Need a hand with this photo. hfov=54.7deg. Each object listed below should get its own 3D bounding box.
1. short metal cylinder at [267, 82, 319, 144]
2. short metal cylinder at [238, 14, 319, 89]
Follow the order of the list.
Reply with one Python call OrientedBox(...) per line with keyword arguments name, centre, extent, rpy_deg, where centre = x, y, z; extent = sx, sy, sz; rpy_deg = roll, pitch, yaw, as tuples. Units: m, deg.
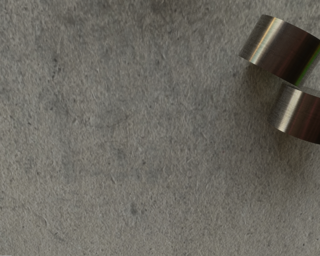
OrientedBox(name="short metal cylinder", centre=(0.179, -0.019, 0.376), extent=(0.081, 0.080, 0.050), rpy_deg=(14, 110, -6))
OrientedBox(name="short metal cylinder", centre=(0.137, -0.086, 0.351), extent=(0.080, 0.080, 0.050), rpy_deg=(25, 108, -9))
